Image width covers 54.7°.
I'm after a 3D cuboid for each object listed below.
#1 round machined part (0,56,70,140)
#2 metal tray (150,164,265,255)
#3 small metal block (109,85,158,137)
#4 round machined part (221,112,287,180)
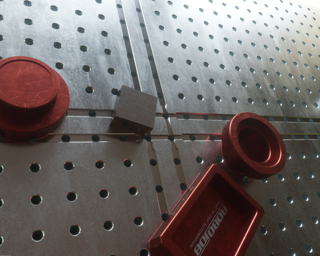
[{"bbox_3d":[-0.149,-0.040,0.341,0.099,0.042,0.098,14,56,-21],"label":"round machined part"},{"bbox_3d":[0.061,0.116,0.366,0.090,0.030,0.131,44,51,2],"label":"metal tray"},{"bbox_3d":[-0.033,-0.022,0.403,0.050,0.025,0.050,19,54,-17],"label":"small metal block"},{"bbox_3d":[0.130,0.029,0.449,0.099,0.042,0.098,14,56,-21],"label":"round machined part"}]
